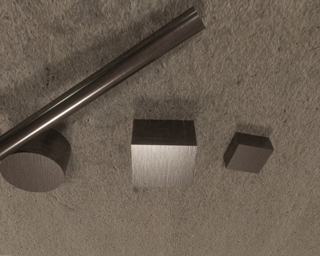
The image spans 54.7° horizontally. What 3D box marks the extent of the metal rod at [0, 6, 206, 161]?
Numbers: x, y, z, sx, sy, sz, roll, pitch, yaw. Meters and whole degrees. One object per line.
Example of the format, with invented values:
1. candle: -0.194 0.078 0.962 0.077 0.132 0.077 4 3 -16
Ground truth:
1. metal rod: -0.086 -0.038 0.347 0.300 0.025 0.025 -30 124 13

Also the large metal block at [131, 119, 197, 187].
1. large metal block: 0.004 0.035 0.421 0.081 0.050 0.079 1 130 -2

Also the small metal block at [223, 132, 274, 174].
1. small metal block: 0.124 0.036 0.440 0.050 0.025 0.050 10 130 -9

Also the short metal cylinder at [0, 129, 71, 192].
1. short metal cylinder: -0.168 0.044 0.424 0.081 0.050 0.079 -2 131 -2
